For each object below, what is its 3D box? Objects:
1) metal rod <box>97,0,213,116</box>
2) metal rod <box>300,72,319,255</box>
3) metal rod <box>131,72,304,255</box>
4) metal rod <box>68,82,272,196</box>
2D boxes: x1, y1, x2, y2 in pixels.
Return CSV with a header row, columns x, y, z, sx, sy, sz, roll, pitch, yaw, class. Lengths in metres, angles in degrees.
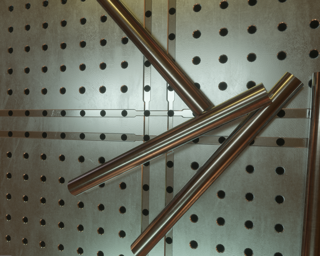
x,y,z,sx,sy,sz,roll,pitch,yaw,class
-0.035,-0.134,0.425,0.025,0.025,0.300,-43,77,15,metal rod
0.176,0.088,0.350,0.025,0.025,0.298,4,91,20,metal rod
0.063,0.055,0.390,0.025,0.025,0.299,43,103,15,metal rod
-0.004,0.024,0.402,0.300,0.025,0.025,-27,81,22,metal rod
